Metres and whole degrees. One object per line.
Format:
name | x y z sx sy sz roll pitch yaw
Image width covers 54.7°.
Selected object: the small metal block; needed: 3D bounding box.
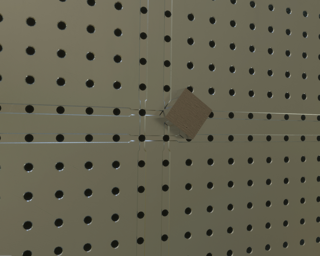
small metal block | 0.035 -0.019 0.427 0.050 0.025 0.050 38 78 -16
